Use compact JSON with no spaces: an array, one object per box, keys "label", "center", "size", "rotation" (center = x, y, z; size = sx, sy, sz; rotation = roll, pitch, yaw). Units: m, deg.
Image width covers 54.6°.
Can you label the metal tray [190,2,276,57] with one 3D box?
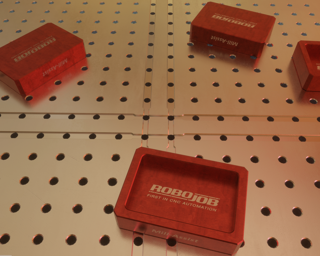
[{"label":"metal tray","center":[0.130,-0.180,0.556],"size":[0.130,0.030,0.090],"rotation":[21,53,16]}]

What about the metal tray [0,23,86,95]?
[{"label":"metal tray","center":[-0.198,-0.116,0.502],"size":[0.090,0.030,0.131],"rotation":[32,57,24]}]

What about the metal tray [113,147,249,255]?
[{"label":"metal tray","center":[0.026,0.075,0.341],"size":[0.130,0.030,0.090],"rotation":[11,51,9]}]

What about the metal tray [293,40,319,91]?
[{"label":"metal tray","center":[0.286,-0.097,0.486],"size":[0.131,0.030,0.090],"rotation":[3,50,3]}]
